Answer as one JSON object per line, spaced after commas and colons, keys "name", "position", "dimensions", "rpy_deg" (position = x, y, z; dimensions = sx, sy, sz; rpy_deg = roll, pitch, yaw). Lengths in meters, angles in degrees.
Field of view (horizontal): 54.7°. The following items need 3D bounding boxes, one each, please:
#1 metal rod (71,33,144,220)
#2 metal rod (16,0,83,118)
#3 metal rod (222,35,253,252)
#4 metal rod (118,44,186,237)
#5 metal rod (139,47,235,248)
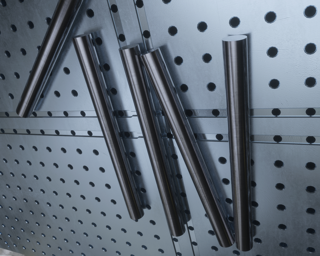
{"name": "metal rod", "position": [-0.069, 0.014, 0.454], "dimensions": [0.025, 0.025, 0.298], "rpy_deg": [1, 119, 27]}
{"name": "metal rod", "position": [-0.144, -0.112, 0.415], "dimensions": [0.025, 0.025, 0.298], "rpy_deg": [42, 129, -1]}
{"name": "metal rod", "position": [0.099, 0.039, 0.382], "dimensions": [0.025, 0.025, 0.298], "rpy_deg": [4, 121, 26]}
{"name": "metal rod", "position": [-0.004, 0.034, 0.432], "dimensions": [0.025, 0.025, 0.298], "rpy_deg": [0, 119, 28]}
{"name": "metal rod", "position": [0.044, 0.040, 0.411], "dimensions": [0.025, 0.025, 0.299], "rpy_deg": [-11, 113, 32]}
